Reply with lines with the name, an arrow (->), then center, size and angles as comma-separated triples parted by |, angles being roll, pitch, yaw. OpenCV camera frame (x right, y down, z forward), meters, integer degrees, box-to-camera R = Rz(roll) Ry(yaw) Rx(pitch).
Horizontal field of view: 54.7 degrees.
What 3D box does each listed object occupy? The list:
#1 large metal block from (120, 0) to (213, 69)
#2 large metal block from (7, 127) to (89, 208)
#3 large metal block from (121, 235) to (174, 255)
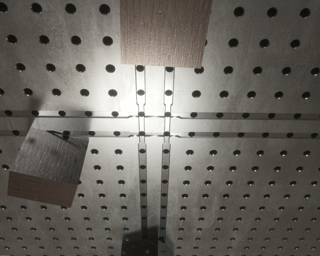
large metal block -> 0.004, -0.108, 0.303 | 0.081, 0.050, 0.079 | 3, 130, -3
large metal block -> -0.148, 0.053, 0.418 | 0.081, 0.080, 0.050 | 16, 128, -13
large metal block -> -0.024, 0.267, 0.622 | 0.080, 0.050, 0.080 | -19, 128, 15
